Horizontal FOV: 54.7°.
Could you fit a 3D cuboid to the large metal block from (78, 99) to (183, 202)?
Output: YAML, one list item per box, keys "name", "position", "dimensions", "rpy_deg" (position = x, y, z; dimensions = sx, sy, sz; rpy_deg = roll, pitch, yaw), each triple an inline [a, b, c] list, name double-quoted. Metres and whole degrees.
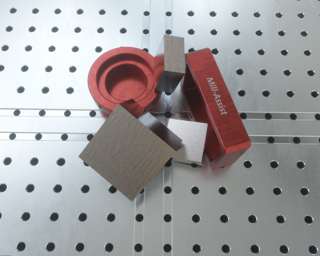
- name: "large metal block"
  position: [-0.033, 0.024, 0.365]
  dimensions: [0.080, 0.050, 0.080]
  rpy_deg: [40, 106, 2]

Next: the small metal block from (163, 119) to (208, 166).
- name: "small metal block"
  position: [0.034, 0.018, 0.400]
  dimensions: [0.050, 0.025, 0.050]
  rpy_deg: [8, 74, 14]

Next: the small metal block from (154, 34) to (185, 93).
- name: "small metal block"
  position: [0.011, -0.078, 0.384]
  dimensions: [0.025, 0.050, 0.050]
  rpy_deg: [5, 68, -13]

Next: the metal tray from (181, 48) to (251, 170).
- name: "metal tray"
  position: [0.063, -0.021, 0.386]
  dimensions: [0.030, 0.090, 0.130]
  rpy_deg: [-17, 71, -6]

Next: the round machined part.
- name: "round machined part"
  position: [-0.045, -0.058, 0.423]
  dimensions: [0.099, 0.042, 0.098]
  rpy_deg: [0, 70, -1]
